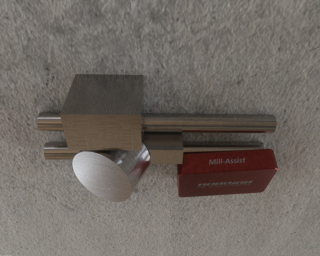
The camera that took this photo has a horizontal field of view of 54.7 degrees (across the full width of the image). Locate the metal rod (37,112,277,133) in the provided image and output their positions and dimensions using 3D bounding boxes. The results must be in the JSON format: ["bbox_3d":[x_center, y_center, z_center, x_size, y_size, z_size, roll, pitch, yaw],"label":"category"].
[{"bbox_3d":[-0.003,-0.007,0.403,0.302,0.025,0.025,1,130,-1],"label":"metal rod"}]

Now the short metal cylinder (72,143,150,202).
[{"bbox_3d":[-0.059,0.045,0.383,0.080,0.050,0.079,15,131,18],"label":"short metal cylinder"}]

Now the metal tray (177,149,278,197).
[{"bbox_3d":[0.091,0.067,0.445,0.131,0.030,0.090,-4,148,1],"label":"metal tray"}]

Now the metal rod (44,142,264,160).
[{"bbox_3d":[-0.008,0.032,0.436,0.302,0.025,0.025,0,130,-1],"label":"metal rod"}]

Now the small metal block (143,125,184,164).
[{"bbox_3d":[0.004,0.021,0.409,0.050,0.050,0.025,1,130,-1],"label":"small metal block"}]

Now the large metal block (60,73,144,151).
[{"bbox_3d":[-0.060,-0.020,0.355,0.081,0.080,0.050,1,130,-1],"label":"large metal block"}]
